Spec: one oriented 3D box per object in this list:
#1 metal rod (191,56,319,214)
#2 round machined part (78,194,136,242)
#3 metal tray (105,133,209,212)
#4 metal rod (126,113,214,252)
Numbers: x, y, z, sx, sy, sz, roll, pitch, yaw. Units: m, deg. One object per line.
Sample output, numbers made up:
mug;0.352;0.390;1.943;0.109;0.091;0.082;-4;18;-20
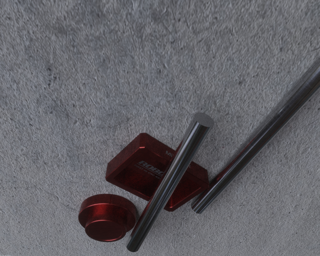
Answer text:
metal rod;0.126;0.030;0.434;0.025;0.025;0.298;19;128;-16
round machined part;-0.091;0.160;0.531;0.099;0.042;0.097;0;130;0
metal tray;-0.003;0.071;0.464;0.130;0.030;0.090;32;123;-25
metal rod;0.002;0.098;0.450;0.025;0.025;0.298;15;129;-13
